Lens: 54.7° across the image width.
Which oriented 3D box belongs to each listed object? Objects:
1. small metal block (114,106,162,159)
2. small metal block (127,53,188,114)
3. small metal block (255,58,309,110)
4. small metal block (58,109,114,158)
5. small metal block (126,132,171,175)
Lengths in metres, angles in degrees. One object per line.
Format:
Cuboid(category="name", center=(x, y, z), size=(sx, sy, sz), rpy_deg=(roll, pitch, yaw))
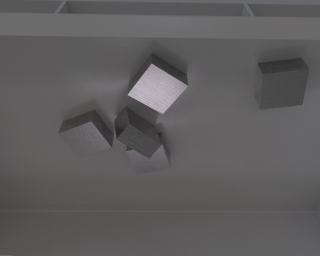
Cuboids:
Cuboid(category="small metal block", center=(-0.029, 0.005, 0.393), size=(0.050, 0.050, 0.025), rpy_deg=(34, 107, -26))
Cuboid(category="small metal block", center=(-0.003, -0.051, 0.365), size=(0.050, 0.025, 0.050), rpy_deg=(28, 125, -22))
Cuboid(category="small metal block", center=(0.142, -0.052, 0.366), size=(0.050, 0.025, 0.050), rpy_deg=(-6, 130, 5))
Cuboid(category="small metal block", center=(-0.098, 0.009, 0.415), size=(0.050, 0.025, 0.050), rpy_deg=(-19, 128, 15))
Cuboid(category="small metal block", center=(-0.015, 0.037, 0.440), size=(0.050, 0.025, 0.050), rpy_deg=(-11, 130, 9))
